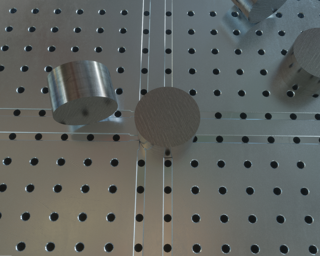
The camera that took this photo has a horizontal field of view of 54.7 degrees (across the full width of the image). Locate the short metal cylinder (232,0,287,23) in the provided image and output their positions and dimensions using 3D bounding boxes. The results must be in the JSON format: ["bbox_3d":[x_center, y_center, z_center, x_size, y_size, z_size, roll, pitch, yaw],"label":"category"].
[{"bbox_3d":[0.150,-0.204,0.459,0.080,0.080,0.050,-29,73,-10],"label":"short metal cylinder"}]

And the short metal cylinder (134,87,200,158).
[{"bbox_3d":[0.009,-0.006,0.401,0.081,0.050,0.080,0,70,0],"label":"short metal cylinder"}]

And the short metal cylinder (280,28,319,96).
[{"bbox_3d":[0.218,-0.092,0.435,0.081,0.050,0.080,0,70,0],"label":"short metal cylinder"}]

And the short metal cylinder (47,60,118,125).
[{"bbox_3d":[-0.099,-0.043,0.397,0.081,0.080,0.050,-14,71,-6],"label":"short metal cylinder"}]
